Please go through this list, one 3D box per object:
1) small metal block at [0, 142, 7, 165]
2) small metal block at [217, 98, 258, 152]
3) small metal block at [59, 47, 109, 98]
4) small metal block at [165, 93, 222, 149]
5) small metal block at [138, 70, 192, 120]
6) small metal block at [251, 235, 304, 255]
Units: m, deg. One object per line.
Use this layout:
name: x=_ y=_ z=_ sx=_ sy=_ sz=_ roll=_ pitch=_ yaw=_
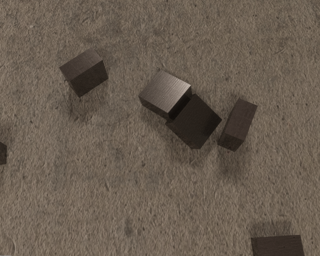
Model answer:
small metal block: x=-0.226 y=0.030 z=0.381 sx=0.050 sy=0.050 sz=0.025 roll=-7 pitch=71 yaw=-3
small metal block: x=0.098 y=-0.003 z=0.397 sx=0.025 sy=0.050 sz=0.050 roll=23 pitch=72 yaw=8
small metal block: x=-0.102 y=-0.074 z=0.421 sx=0.050 sy=0.050 sz=0.025 roll=-37 pitch=75 yaw=-13
small metal block: x=0.043 y=-0.008 z=0.402 sx=0.050 sy=0.025 sz=0.050 roll=43 pitch=73 yaw=-13
small metal block: x=0.008 y=-0.044 z=0.419 sx=0.050 sy=0.025 sz=0.050 roll=32 pitch=72 yaw=23
small metal block: x=0.136 y=0.151 z=0.355 sx=0.050 sy=0.025 sz=0.050 roll=-3 pitch=70 yaw=-2
